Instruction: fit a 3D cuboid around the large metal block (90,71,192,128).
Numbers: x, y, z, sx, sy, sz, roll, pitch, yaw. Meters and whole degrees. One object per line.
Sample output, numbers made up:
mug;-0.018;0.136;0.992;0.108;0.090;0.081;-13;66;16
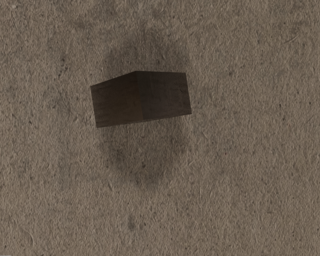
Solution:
large metal block;-0.022;-0.033;0.366;0.080;0.081;0.050;-8;90;43
